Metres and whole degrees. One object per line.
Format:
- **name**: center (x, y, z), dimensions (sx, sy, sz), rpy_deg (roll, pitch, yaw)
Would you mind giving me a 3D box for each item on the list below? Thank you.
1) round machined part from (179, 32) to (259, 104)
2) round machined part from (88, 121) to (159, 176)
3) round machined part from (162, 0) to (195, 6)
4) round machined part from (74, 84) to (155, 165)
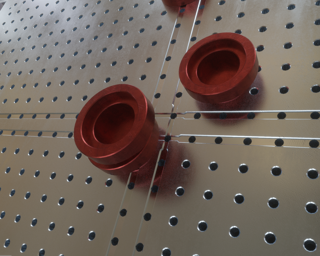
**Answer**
- **round machined part**: center (0.078, -0.073, 0.402), dimensions (0.098, 0.042, 0.098), rpy_deg (-13, 56, 21)
- **round machined part**: center (-0.045, 0.017, 0.412), dimensions (0.098, 0.042, 0.098), rpy_deg (-13, 56, 21)
- **round machined part**: center (0.038, -0.263, 0.540), dimensions (0.098, 0.042, 0.098), rpy_deg (-13, 56, 21)
- **round machined part**: center (-0.050, -0.001, 0.371), dimensions (0.098, 0.042, 0.098), rpy_deg (-13, 56, 21)
